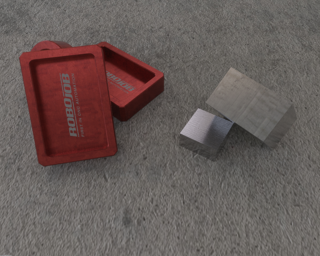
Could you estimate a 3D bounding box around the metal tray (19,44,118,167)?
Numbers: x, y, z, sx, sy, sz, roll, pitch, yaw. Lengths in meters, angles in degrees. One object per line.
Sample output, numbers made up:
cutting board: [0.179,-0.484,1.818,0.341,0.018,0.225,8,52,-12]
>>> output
metal tray: [-0.104,-0.027,0.366,0.091,0.129,0.030,-8,7,-7]

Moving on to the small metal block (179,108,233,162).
small metal block: [0.059,0.008,0.397,0.050,0.025,0.050,25,54,19]

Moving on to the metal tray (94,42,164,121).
metal tray: [-0.070,-0.074,0.460,0.130,0.030,0.090,33,57,24]

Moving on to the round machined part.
round machined part: [-0.134,-0.068,0.421,0.098,0.097,0.042,33,27,24]

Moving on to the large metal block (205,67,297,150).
large metal block: [0.113,-0.021,0.377,0.080,0.080,0.050,39,98,27]
